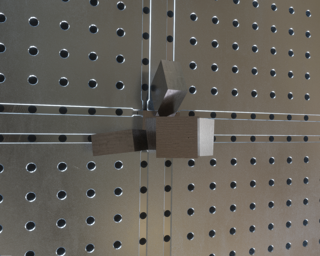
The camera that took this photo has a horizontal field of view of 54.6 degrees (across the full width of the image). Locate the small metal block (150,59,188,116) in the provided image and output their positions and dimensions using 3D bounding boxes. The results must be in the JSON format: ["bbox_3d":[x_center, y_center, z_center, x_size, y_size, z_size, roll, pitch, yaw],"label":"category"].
[{"bbox_3d":[0.010,-0.049,0.392,0.025,0.050,0.050,3,53,-19],"label":"small metal block"}]

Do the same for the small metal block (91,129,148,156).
[{"bbox_3d":[-0.047,0.017,0.371,0.050,0.050,0.025,-7,87,15],"label":"small metal block"}]

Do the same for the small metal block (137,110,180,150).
[{"bbox_3d":[-0.003,0.003,0.412,0.050,0.025,0.050,3,89,-20],"label":"small metal block"}]

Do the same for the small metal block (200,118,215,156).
[{"bbox_3d":[0.049,0.012,0.419,0.050,0.025,0.050,4,88,-51],"label":"small metal block"}]

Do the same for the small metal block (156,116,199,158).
[{"bbox_3d":[0.023,0.011,0.382,0.050,0.025,0.050,0,90,13],"label":"small metal block"}]
